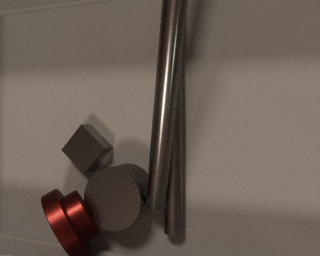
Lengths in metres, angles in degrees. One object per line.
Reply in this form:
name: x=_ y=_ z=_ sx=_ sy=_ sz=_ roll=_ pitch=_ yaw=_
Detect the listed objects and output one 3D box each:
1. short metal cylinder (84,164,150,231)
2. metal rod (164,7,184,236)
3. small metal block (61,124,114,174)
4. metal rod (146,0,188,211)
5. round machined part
short metal cylinder: x=-0.053 y=0.090 z=0.415 sx=0.080 sy=0.050 sz=0.079 roll=0 pitch=90 yaw=19
metal rod: x=0.018 y=-0.013 z=0.403 sx=0.025 sy=0.025 sz=0.298 roll=0 pitch=90 yaw=19
small metal block: x=-0.104 y=0.030 z=0.446 sx=0.050 sy=0.025 sz=0.050 roll=43 pitch=103 yaw=14
metal rod: x=0.007 y=-0.040 z=0.336 sx=0.025 sy=0.025 sz=0.298 roll=13 pitch=114 yaw=19
round machined part: x=-0.116 y=0.124 z=0.420 sx=0.042 sy=0.098 sz=0.098 roll=-30 pitch=79 yaw=-14
